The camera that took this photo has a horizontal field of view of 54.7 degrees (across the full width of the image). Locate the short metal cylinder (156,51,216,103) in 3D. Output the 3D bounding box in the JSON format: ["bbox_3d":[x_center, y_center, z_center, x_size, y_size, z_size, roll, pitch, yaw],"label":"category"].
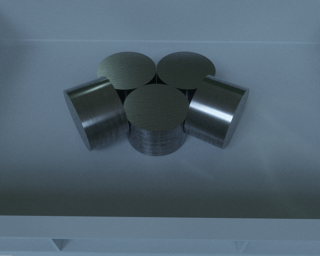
[{"bbox_3d":[0.035,-0.064,0.441,0.080,0.050,0.080,0,50,0],"label":"short metal cylinder"}]

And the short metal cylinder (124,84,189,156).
[{"bbox_3d":[-0.004,-0.011,0.396,0.080,0.050,0.080,0,50,0],"label":"short metal cylinder"}]

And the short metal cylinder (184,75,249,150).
[{"bbox_3d":[0.071,-0.020,0.384,0.050,0.080,0.080,23,54,18],"label":"short metal cylinder"}]

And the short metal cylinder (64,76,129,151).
[{"bbox_3d":[-0.079,-0.018,0.382,0.050,0.080,0.080,-24,54,-19],"label":"short metal cylinder"}]

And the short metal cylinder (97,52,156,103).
[{"bbox_3d":[-0.045,-0.064,0.440,0.080,0.050,0.080,0,50,0],"label":"short metal cylinder"}]
